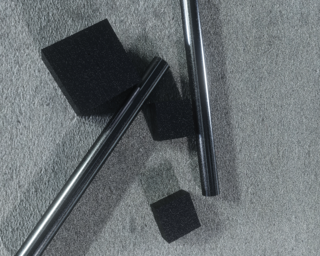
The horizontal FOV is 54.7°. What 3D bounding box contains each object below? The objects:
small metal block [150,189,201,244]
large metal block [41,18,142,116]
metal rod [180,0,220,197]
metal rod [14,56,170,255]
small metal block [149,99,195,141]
[{"bbox_3d":[0.021,0.118,0.418,0.050,0.025,0.050,-22,98,-19],"label":"small metal block"},{"bbox_3d":[-0.081,-0.069,0.366,0.080,0.050,0.080,-33,101,-17],"label":"large metal block"},{"bbox_3d":[0.054,-0.055,0.430,0.025,0.025,0.298,-8,93,-20],"label":"metal rod"},{"bbox_3d":[-0.078,0.036,0.380,0.025,0.025,0.300,37,78,-17],"label":"metal rod"},{"bbox_3d":[0.016,-0.011,0.416,0.050,0.025,0.050,-8,93,-20],"label":"small metal block"}]
